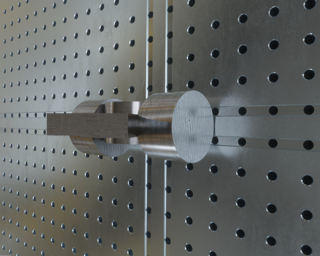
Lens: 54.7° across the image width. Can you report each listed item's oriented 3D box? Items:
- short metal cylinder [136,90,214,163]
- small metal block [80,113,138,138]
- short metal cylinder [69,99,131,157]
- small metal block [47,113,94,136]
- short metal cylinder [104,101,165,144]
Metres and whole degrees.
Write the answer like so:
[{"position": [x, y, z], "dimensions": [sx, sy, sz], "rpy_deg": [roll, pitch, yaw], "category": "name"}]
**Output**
[{"position": [0.019, -0.002, 0.357], "dimensions": [0.050, 0.081, 0.079], "rpy_deg": [1, 91, 41], "category": "short metal cylinder"}, {"position": [-0.052, -0.003, 0.336], "dimensions": [0.050, 0.050, 0.025], "rpy_deg": [1, 91, 9], "category": "small metal block"}, {"position": [-0.081, -0.001, 0.440], "dimensions": [0.050, 0.081, 0.079], "rpy_deg": [2, 91, 40], "category": "short metal cylinder"}, {"position": [-0.098, -0.004, 0.368], "dimensions": [0.050, 0.050, 0.025], "rpy_deg": [1, 91, 8], "category": "small metal block"}, {"position": [-0.030, -0.007, 0.398], "dimensions": [0.080, 0.081, 0.050], "rpy_deg": [2, 91, 40], "category": "short metal cylinder"}]
